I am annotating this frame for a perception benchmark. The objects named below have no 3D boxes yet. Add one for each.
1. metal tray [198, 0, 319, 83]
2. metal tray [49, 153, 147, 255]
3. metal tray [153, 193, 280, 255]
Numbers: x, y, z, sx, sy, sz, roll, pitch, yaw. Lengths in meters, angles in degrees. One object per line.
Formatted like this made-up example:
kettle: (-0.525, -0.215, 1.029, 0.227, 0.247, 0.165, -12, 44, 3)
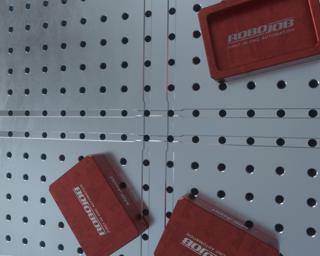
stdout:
metal tray: (0.118, -0.113, 0.368, 0.130, 0.030, 0.090, -12, 86, 19)
metal tray: (-0.090, 0.113, 0.442, 0.090, 0.030, 0.130, -38, 78, 16)
metal tray: (0.068, 0.152, 0.386, 0.130, 0.030, 0.090, 26, 98, 18)
